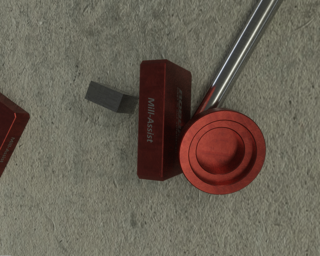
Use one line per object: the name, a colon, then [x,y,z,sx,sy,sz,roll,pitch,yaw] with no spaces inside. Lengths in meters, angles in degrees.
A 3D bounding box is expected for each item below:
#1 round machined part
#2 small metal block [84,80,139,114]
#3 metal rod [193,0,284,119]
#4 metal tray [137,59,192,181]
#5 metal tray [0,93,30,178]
round machined part: [0.068,0.024,0.362,0.099,0.042,0.097,-1,101,-5]
small metal block: [-0.063,-0.040,0.417,0.050,0.050,0.025,24,98,18]
metal rod: [0.118,-0.127,0.367,0.025,0.025,0.299,32,100,17]
metal tray: [0.008,-0.009,0.369,0.030,0.090,0.129,2,91,23]
metal tray: [-0.278,0.011,0.502,0.090,0.030,0.129,33,100,16]
